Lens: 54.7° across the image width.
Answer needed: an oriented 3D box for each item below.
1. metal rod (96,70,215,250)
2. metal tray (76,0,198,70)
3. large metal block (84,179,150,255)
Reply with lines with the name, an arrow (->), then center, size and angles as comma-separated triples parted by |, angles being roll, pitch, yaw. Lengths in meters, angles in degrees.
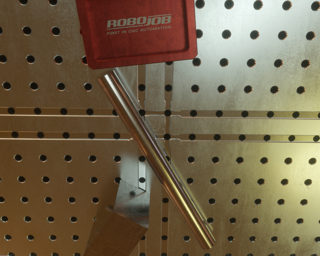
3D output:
metal rod -> 0.003, 0.056, 0.434 | 0.025, 0.025, 0.299 | -27, 108, 9
metal tray -> -0.025, -0.122, 0.365 | 0.131, 0.030, 0.089 | -6, 110, 1
large metal block -> -0.057, 0.133, 0.432 | 0.050, 0.080, 0.080 | 30, 107, -11
